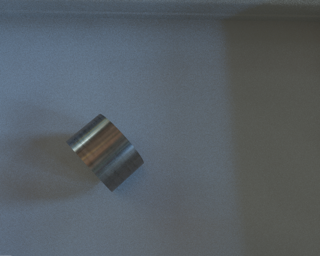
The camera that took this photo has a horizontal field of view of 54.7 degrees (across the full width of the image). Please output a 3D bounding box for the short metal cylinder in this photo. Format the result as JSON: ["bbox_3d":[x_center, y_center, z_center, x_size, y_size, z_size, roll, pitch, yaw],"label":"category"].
[{"bbox_3d":[-0.065,0.030,0.369,0.050,0.080,0.080,-42,76,-14],"label":"short metal cylinder"}]
